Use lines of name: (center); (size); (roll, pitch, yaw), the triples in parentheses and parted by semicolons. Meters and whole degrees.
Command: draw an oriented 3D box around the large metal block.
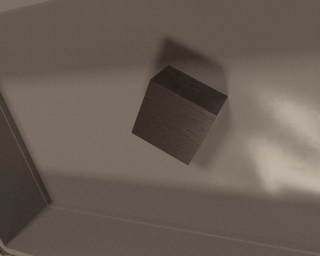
large metal block: (0.022, -0.015, 0.370); (0.080, 0.050, 0.079); (30, 128, 8)
